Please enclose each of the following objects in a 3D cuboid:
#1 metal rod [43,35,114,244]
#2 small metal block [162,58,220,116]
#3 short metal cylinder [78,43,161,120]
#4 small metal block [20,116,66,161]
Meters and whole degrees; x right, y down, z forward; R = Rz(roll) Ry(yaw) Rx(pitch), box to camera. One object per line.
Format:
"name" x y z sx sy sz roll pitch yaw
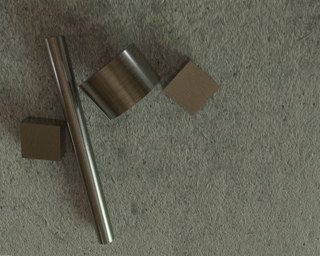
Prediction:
"metal rod" -0.104 0.030 0.419 0.025 0.025 0.298 -8 110 2
"small metal block" 0.038 -0.052 0.391 0.050 0.025 0.050 39 105 -14
"short metal cylinder" -0.046 -0.054 0.360 0.080 0.080 0.050 -35 107 12
"small metal block" -0.155 0.014 0.413 0.050 0.025 0.050 6 110 -3
